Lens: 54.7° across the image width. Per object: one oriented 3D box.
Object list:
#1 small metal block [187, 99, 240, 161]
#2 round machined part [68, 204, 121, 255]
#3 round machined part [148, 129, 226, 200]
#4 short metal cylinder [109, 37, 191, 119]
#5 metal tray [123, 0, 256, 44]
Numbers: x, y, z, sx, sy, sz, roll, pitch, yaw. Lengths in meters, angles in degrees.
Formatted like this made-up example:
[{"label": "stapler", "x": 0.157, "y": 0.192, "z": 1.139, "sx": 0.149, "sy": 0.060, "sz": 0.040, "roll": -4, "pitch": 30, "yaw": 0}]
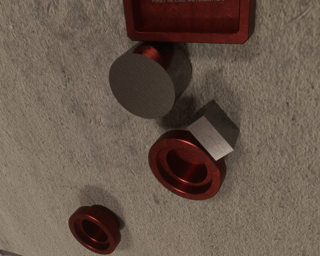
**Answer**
[{"label": "small metal block", "x": 0.063, "y": 0.001, "z": 0.356, "sx": 0.025, "sy": 0.050, "sz": 0.050, "roll": -38, "pitch": 97, "yaw": 32}, {"label": "round machined part", "x": -0.113, "y": 0.179, "z": 0.564, "sx": 0.098, "sy": 0.042, "sz": 0.097, "roll": 13, "pitch": 124, "yaw": 20}, {"label": "round machined part", "x": 0.038, "y": 0.042, "z": 0.396, "sx": 0.098, "sy": 0.042, "sz": 0.097, "roll": 17, "pitch": 131, "yaw": 22}, {"label": "short metal cylinder", "x": -0.011, "y": -0.057, "z": 0.355, "sx": 0.080, "sy": 0.050, "sz": 0.079, "roll": 15, "pitch": 130, "yaw": 19}, {"label": "metal tray", "x": 0.026, "y": -0.133, "z": 0.306, "sx": 0.130, "sy": 0.030, "sz": 0.089, "roll": 8, "pitch": 122, "yaw": 23}]
